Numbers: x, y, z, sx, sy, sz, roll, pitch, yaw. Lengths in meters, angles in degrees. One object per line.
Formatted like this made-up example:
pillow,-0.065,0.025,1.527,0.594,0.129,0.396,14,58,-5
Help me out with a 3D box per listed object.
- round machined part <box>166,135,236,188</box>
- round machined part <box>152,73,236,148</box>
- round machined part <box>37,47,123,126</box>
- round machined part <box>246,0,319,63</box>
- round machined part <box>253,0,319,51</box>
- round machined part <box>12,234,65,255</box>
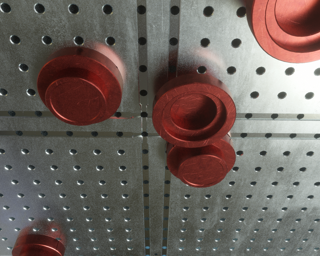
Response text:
round machined part,0.059,0.048,0.441,0.099,0.042,0.097,0,130,0
round machined part,0.040,-0.025,0.379,0.099,0.042,0.097,0,130,0
round machined part,-0.094,-0.041,0.365,0.099,0.042,0.097,0,130,0
round machined part,0.120,-0.107,0.255,0.099,0.042,0.097,0,130,0
round machined part,0.135,-0.127,0.293,0.099,0.042,0.097,0,130,0
round machined part,-0.244,0.257,0.616,0.099,0.042,0.097,0,130,0
